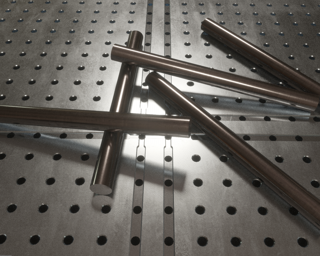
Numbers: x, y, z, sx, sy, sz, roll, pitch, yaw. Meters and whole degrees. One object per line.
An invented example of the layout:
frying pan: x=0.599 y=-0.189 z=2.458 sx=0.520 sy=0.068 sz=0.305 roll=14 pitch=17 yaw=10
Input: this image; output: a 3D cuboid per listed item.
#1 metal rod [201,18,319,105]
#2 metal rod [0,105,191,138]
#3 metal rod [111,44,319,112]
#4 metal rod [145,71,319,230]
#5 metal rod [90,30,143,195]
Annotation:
metal rod: x=0.179 y=-0.101 z=0.494 sx=0.025 sy=0.025 sz=0.300 roll=-32 pitch=57 yaw=-24
metal rod: x=-0.112 y=-0.012 z=0.390 sx=0.301 sy=0.025 sz=0.025 roll=4 pitch=50 yaw=13
metal rod: x=0.075 y=-0.074 z=0.453 sx=0.301 sy=0.025 sz=0.025 roll=15 pitch=52 yaw=5
metal rod: x=0.084 y=0.013 z=0.397 sx=0.025 sy=0.025 sz=0.300 roll=-33 pitch=58 yaw=-25
metal rod: x=-0.054 y=-0.045 z=0.444 sx=0.025 sy=0.025 sz=0.300 roll=4 pitch=50 yaw=3
